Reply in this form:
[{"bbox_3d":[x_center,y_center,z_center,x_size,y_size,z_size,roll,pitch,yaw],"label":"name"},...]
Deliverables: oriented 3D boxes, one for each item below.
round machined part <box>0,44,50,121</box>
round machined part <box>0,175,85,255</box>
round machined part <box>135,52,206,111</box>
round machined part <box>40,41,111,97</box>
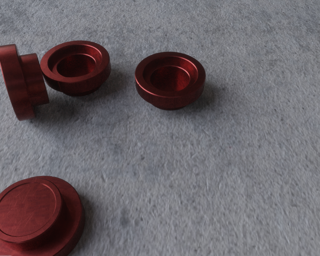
[{"bbox_3d":[-0.175,-0.061,0.405,0.042,0.097,0.098,-15,52,-19],"label":"round machined part"},{"bbox_3d":[-0.130,0.090,0.315,0.099,0.042,0.098,0,50,0],"label":"round machined part"},{"bbox_3d":[0.014,-0.063,0.446,0.099,0.042,0.098,0,50,0],"label":"round machined part"},{"bbox_3d":[-0.122,-0.085,0.462,0.099,0.042,0.098,0,50,0],"label":"round machined part"}]
